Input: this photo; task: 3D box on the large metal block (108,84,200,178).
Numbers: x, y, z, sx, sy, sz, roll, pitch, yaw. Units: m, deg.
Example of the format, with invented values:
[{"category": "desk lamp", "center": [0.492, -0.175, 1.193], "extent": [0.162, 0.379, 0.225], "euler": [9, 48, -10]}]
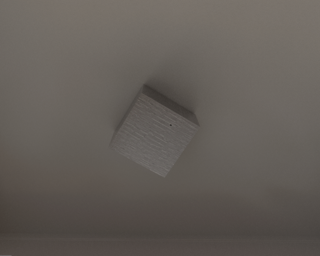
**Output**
[{"category": "large metal block", "center": [-0.008, 0.003, 0.395], "extent": [0.080, 0.050, 0.080], "euler": [30, 107, -11]}]
